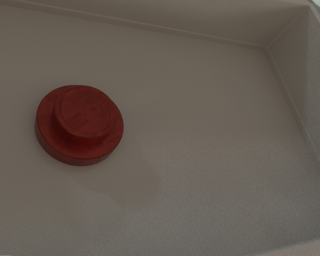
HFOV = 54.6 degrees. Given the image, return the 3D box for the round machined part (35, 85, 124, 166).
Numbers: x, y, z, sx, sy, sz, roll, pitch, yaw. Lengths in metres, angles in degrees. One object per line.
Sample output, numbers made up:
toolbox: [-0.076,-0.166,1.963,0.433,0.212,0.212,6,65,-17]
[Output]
round machined part: [-0.088,-0.009,0.353,0.099,0.042,0.098,13,56,-21]
